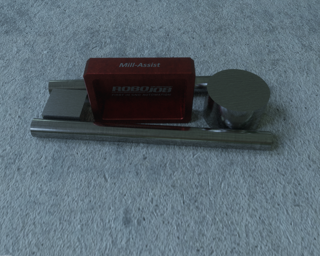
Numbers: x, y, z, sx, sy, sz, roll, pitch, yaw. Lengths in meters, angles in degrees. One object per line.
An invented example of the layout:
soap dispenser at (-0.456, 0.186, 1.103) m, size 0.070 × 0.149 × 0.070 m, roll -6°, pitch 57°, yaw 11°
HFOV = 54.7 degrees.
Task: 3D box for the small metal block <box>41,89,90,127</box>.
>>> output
small metal block at (-0.127, -0.027, 0.427) m, size 0.050 × 0.025 × 0.050 m, roll 3°, pitch 50°, yaw 3°

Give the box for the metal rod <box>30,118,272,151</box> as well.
metal rod at (-0.013, 0.008, 0.398) m, size 0.302 × 0.025 × 0.025 m, roll 3°, pitch 50°, yaw 2°

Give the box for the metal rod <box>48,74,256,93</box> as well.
metal rod at (-0.008, -0.062, 0.457) m, size 0.302 × 0.025 × 0.025 m, roll -2°, pitch 50°, yaw -2°

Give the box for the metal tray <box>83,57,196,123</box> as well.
metal tray at (-0.024, -0.046, 0.399) m, size 0.131 × 0.090 × 0.030 m, roll 0°, pitch 50°, yaw 0°

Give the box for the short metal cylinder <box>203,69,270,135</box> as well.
short metal cylinder at (0.101, -0.034, 0.417) m, size 0.081 × 0.050 × 0.080 m, roll 0°, pitch 50°, yaw 0°
